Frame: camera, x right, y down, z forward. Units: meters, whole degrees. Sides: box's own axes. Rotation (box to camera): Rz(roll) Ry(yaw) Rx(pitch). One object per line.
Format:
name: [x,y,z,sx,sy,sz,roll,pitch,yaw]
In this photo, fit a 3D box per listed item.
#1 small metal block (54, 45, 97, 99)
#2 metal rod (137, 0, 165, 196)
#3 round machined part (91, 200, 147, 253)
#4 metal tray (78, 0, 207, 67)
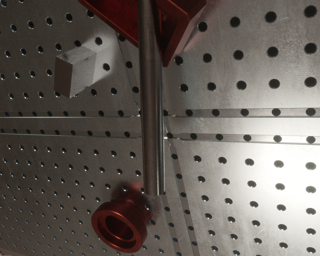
small metal block: [-0.111,-0.074,0.406,0.025,0.050,0.050,27,128,11]
metal rod: [-0.010,-0.068,0.329,0.025,0.025,0.298,6,108,24]
round machined part: [-0.065,0.165,0.535,0.098,0.042,0.097,13,124,20]
metal tray: [-0.026,-0.131,0.315,0.130,0.030,0.090,38,156,2]
